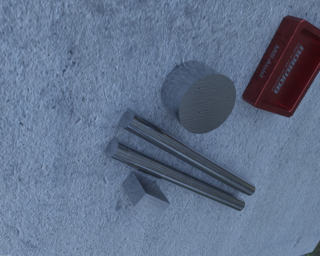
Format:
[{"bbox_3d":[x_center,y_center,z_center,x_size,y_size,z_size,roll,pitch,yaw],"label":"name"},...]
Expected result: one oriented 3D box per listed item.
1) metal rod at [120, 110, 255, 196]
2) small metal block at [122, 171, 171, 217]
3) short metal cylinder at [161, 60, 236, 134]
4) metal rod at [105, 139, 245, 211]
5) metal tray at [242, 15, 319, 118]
[{"bbox_3d":[0.061,0.050,0.470,0.301,0.025,0.025,31,101,-38],"label":"metal rod"},{"bbox_3d":[-0.020,0.093,0.437,0.050,0.050,0.025,34,99,-39],"label":"small metal block"},{"bbox_3d":[0.048,-0.039,0.393,0.081,0.050,0.079,-14,124,-21],"label":"short metal cylinder"},{"bbox_3d":[0.043,0.084,0.481,0.301,0.025,0.025,29,102,-38],"label":"metal rod"},{"bbox_3d":[0.188,-0.085,0.453,0.091,0.030,0.129,11,113,-33],"label":"metal tray"}]
